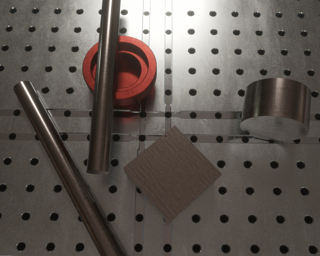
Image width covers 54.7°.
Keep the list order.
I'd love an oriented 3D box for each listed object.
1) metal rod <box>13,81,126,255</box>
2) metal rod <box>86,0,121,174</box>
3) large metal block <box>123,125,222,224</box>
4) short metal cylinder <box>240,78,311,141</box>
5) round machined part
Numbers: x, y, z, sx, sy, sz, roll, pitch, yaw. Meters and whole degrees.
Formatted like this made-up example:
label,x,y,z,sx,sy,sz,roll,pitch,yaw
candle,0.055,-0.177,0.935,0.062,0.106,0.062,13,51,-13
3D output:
label,x,y,z,sx,sy,sz,roll,pitch,yaw
metal rod,-0.111,0.062,0.387,0.025,0.025,0.299,-31,73,-11
metal rod,-0.068,-0.090,0.399,0.025,0.025,0.299,1,70,0
large metal block,0.014,0.058,0.378,0.080,0.050,0.080,-40,75,-13
short metal cylinder,0.146,-0.021,0.392,0.080,0.080,0.050,12,71,4
round machined part,-0.054,-0.075,0.430,0.099,0.042,0.098,0,70,-1
